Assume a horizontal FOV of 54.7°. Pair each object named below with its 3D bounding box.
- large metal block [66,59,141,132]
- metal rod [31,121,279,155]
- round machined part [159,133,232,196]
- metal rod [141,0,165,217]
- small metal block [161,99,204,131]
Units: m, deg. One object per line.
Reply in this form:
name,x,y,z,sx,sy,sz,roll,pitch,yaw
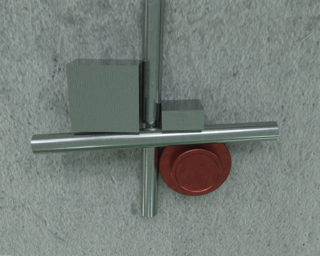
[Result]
large metal block,-0.065,-0.041,0.381,0.081,0.050,0.079,1,110,-1
metal rod,-0.003,0.012,0.389,0.302,0.025,0.025,-3,110,-4
round machined part,0.048,0.052,0.421,0.099,0.042,0.097,0,110,-1
metal rod,-0.011,-0.016,0.405,0.025,0.025,0.298,1,110,-1
small metal block,0.027,-0.018,0.392,0.050,0.050,0.025,-1,110,0
